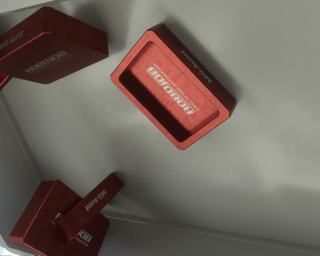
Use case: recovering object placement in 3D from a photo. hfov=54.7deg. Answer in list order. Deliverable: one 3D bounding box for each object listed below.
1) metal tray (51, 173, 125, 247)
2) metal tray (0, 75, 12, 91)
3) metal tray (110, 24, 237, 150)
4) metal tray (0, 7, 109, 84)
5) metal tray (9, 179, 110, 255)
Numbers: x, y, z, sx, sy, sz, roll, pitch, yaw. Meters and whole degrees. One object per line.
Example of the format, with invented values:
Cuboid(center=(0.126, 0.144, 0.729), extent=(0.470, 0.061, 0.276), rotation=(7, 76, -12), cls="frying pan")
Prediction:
Cuboid(center=(-0.118, 0.133, 0.480), extent=(0.030, 0.131, 0.090), rotation=(44, 124, 3), cls="metal tray")
Cuboid(center=(-0.270, -0.077, 0.423), extent=(0.090, 0.131, 0.030), rotation=(-35, 80, 25), cls="metal tray")
Cuboid(center=(0.014, -0.045, 0.370), extent=(0.130, 0.030, 0.090), rotation=(46, 129, -4), cls="metal tray")
Cuboid(center=(-0.140, -0.094, 0.381), extent=(0.130, 0.091, 0.030), rotation=(-14, 77, 34), cls="metal tray")
Cuboid(center=(-0.134, 0.144, 0.439), extent=(0.030, 0.090, 0.130), rotation=(-8, 135, 32), cls="metal tray")
